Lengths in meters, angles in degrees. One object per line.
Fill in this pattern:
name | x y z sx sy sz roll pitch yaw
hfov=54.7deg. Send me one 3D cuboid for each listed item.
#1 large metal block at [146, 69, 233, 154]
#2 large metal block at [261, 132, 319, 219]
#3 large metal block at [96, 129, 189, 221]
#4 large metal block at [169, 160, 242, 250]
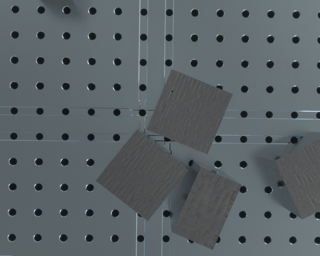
large metal block | 0.036 -0.020 0.401 0.080 0.050 0.080 22 90 -1
large metal block | 0.193 0.059 0.404 0.080 0.050 0.080 -26 90 -1
large metal block | -0.021 0.057 0.401 0.080 0.050 0.080 38 90 -1
large metal block | 0.052 0.090 0.387 0.050 0.080 0.080 24 90 -1
